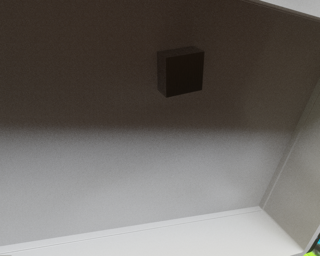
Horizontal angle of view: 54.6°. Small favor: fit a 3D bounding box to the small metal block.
[{"bbox_3d":[0.025,-0.069,0.379,0.050,0.025,0.050,-14,124,-20],"label":"small metal block"}]
